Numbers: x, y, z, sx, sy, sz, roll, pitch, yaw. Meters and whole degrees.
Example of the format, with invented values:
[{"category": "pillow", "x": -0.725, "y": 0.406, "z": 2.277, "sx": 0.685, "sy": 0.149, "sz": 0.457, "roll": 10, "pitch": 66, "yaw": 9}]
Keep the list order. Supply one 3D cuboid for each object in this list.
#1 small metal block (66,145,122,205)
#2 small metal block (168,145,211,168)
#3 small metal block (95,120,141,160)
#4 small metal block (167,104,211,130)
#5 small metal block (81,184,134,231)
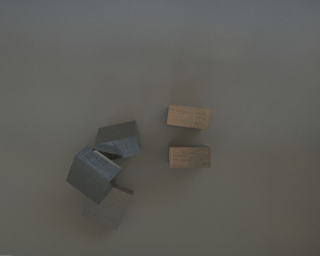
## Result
[{"category": "small metal block", "x": -0.080, "y": 0.057, "z": 0.374, "sx": 0.050, "sy": 0.025, "sz": 0.050, "roll": 34, "pitch": 127, "yaw": 7}, {"category": "small metal block", "x": 0.036, "y": 0.036, "z": 0.399, "sx": 0.050, "sy": 0.050, "sz": 0.025, "roll": 0, "pitch": 90, "yaw": -1}, {"category": "small metal block", "x": -0.053, "y": 0.016, "z": 0.395, "sx": 0.050, "sy": 0.050, "sz": 0.025, "roll": -12, "pitch": 114, "yaw": 0}, {"category": "small metal block", "x": 0.035, "y": -0.013, "z": 0.399, "sx": 0.050, "sy": 0.050, "sz": 0.025, "roll": 8, "pitch": 90, "yaw": -1}, {"category": "small metal block", "x": -0.068, "y": 0.100, "z": 0.411, "sx": 0.050, "sy": 0.025, "sz": 0.050, "roll": 24, "pitch": 90, "yaw": -1}]
